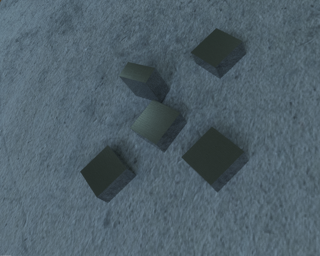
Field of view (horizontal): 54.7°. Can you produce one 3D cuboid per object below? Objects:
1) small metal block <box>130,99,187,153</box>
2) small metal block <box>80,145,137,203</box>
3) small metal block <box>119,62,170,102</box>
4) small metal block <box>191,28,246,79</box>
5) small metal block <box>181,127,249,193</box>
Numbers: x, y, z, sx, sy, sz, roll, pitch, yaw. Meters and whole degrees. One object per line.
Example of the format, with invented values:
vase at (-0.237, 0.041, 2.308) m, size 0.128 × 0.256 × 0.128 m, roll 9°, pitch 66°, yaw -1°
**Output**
small metal block at (-0.002, -0.003, 0.406) m, size 0.050 × 0.025 × 0.050 m, roll 30°, pitch 78°, yaw 37°
small metal block at (-0.067, 0.059, 0.401) m, size 0.050 × 0.025 × 0.050 m, roll -44°, pitch 51°, yaw -3°
small metal block at (-0.021, -0.064, 0.437) m, size 0.050 × 0.050 × 0.025 m, roll 20°, pitch 73°, yaw 35°
small metal block at (0.080, -0.103, 0.424) m, size 0.050 × 0.025 × 0.050 m, roll -44°, pitch 51°, yaw -3°
small metal block at (0.062, 0.035, 0.349) m, size 0.050 × 0.025 × 0.050 m, roll -45°, pitch 51°, yaw -3°
